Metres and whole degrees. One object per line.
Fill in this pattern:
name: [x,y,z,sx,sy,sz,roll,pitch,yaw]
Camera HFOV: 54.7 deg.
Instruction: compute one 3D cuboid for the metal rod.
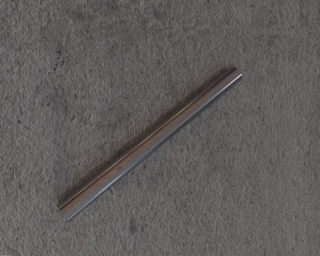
metal rod: [-0.002,0.011,0.411,0.301,0.025,0.025,-39,103,-16]
